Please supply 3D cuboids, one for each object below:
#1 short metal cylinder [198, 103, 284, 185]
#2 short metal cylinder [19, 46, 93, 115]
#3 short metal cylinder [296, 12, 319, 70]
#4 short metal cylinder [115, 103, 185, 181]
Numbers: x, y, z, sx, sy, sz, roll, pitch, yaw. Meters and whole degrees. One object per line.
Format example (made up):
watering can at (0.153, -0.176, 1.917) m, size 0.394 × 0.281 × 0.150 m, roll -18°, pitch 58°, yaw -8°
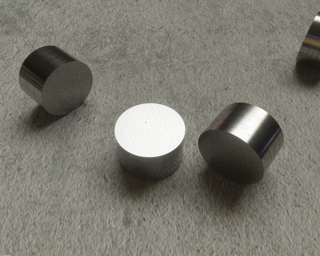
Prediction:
short metal cylinder at (0.091, 0.018, 0.353) m, size 0.080 × 0.080 × 0.050 m, roll 30°, pitch 56°, yaw 23°
short metal cylinder at (-0.140, -0.064, 0.420) m, size 0.050 × 0.080 × 0.080 m, roll 35°, pitch 58°, yaw 25°
short metal cylinder at (0.254, -0.133, 0.481) m, size 0.050 × 0.080 × 0.080 m, roll 27°, pitch 55°, yaw 21°
short metal cylinder at (-0.011, 0.016, 0.373) m, size 0.080 × 0.050 × 0.080 m, roll 0°, pitch 50°, yaw 0°
